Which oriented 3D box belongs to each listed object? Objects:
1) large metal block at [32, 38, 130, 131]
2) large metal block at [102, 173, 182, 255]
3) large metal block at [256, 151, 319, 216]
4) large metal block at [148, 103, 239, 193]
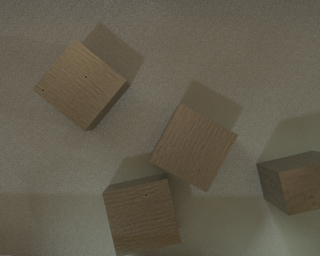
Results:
[{"bbox_3d":[-0.097,-0.052,0.398,0.080,0.050,0.080,39,90,-1],"label":"large metal block"},{"bbox_3d":[-0.022,0.109,0.399,0.080,0.050,0.080,-13,90,-1],"label":"large metal block"},{"bbox_3d":[0.177,0.065,0.386,0.080,0.080,0.050,-13,90,0],"label":"large metal block"},{"bbox_3d":[0.041,0.024,0.400,0.080,0.050,0.080,29,90,-1],"label":"large metal block"}]
